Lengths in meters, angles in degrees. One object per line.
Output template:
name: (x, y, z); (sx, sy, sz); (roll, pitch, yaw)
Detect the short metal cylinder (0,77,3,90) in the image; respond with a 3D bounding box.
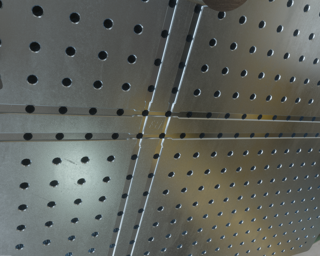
short metal cylinder: (-0.176, -0.051, 0.248); (0.050, 0.080, 0.080); (-35, 129, -6)

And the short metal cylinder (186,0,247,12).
short metal cylinder: (0.059, -0.168, 0.325); (0.081, 0.050, 0.079); (-14, 125, -21)
